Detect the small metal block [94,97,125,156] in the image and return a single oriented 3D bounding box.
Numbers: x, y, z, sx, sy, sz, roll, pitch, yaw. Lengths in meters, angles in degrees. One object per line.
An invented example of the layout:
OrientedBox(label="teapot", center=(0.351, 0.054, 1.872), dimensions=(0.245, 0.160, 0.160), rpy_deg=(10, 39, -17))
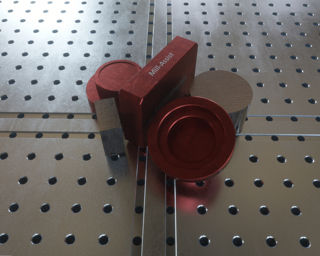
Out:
OrientedBox(label="small metal block", center=(-0.063, -0.001, 0.386), dimensions=(0.025, 0.050, 0.050), rpy_deg=(-12, 51, -10))

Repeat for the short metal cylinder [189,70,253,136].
OrientedBox(label="short metal cylinder", center=(0.078, -0.032, 0.414), dimensions=(0.081, 0.050, 0.080), rpy_deg=(0, 50, 0))

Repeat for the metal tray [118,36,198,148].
OrientedBox(label="metal tray", center=(0.002, -0.047, 0.400), dimensions=(0.030, 0.089, 0.130), rpy_deg=(26, 55, 20))

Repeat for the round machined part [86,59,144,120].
OrientedBox(label="round machined part", center=(-0.056, -0.061, 0.441), dimensions=(0.099, 0.042, 0.098), rpy_deg=(0, 50, 0))

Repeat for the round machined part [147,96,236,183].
OrientedBox(label="round machined part", center=(0.038, 0.016, 0.364), dimensions=(0.098, 0.042, 0.098), rpy_deg=(-3, 71, 10))
